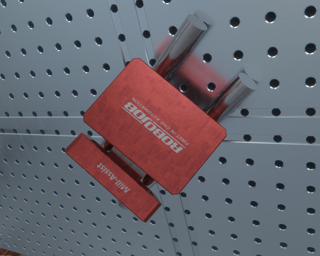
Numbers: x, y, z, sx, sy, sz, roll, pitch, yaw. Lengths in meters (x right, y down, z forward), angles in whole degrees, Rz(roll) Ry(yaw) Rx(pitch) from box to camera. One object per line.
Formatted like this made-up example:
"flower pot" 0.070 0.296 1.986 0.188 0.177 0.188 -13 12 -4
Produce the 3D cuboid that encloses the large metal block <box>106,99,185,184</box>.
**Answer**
"large metal block" -0.016 0.016 0.392 0.050 0.080 0.080 41 129 0

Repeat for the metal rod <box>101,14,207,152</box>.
"metal rod" -0.036 -0.021 0.416 0.025 0.025 0.298 40 129 0

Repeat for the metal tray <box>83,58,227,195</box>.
"metal tray" -0.005 -0.002 0.341 0.130 0.030 0.090 40 85 0

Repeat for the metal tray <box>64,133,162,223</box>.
"metal tray" -0.060 0.062 0.410 0.130 0.030 0.090 42 173 -2

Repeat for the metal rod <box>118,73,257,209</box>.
"metal rod" 0.017 0.037 0.424 0.025 0.025 0.298 41 129 0
